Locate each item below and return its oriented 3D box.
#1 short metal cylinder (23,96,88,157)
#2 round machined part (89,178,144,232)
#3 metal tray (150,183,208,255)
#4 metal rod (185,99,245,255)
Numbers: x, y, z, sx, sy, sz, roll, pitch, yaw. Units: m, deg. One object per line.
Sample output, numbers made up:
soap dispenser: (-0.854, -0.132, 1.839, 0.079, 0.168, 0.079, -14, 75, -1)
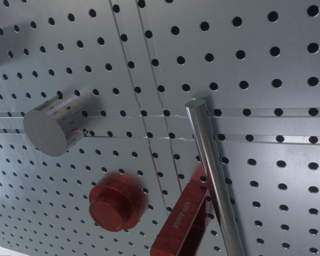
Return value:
short metal cylinder: (-0.161, -0.003, 0.478, 0.080, 0.050, 0.079, 13, 124, 21)
round machined part: (-0.081, 0.138, 0.528, 0.098, 0.042, 0.097, 13, 124, 21)
metal tray: (0.031, 0.149, 0.419, 0.030, 0.131, 0.089, 11, 123, 23)
metal rod: (0.085, 0.101, 0.428, 0.025, 0.025, 0.298, -4, 117, 30)
